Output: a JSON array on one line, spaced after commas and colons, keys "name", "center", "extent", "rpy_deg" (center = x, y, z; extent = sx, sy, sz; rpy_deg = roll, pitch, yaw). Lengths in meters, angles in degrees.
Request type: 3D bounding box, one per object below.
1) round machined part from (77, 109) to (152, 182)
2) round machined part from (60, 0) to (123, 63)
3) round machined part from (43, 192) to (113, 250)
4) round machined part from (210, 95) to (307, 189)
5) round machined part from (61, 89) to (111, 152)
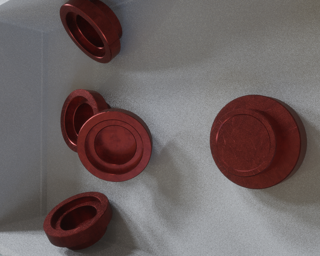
[{"name": "round machined part", "center": [-0.059, 0.020, 0.423], "extent": [0.099, 0.042, 0.097], "rpy_deg": [0, 105, 2]}, {"name": "round machined part", "center": [-0.094, -0.146, 0.451], "extent": [0.098, 0.098, 0.042], "rpy_deg": [23, 62, 37]}, {"name": "round machined part", "center": [-0.118, 0.142, 0.465], "extent": [0.098, 0.099, 0.042], "rpy_deg": [5, 120, 40]}, {"name": "round machined part", "center": [0.093, 0.014, 0.319], "extent": [0.098, 0.042, 0.097], "rpy_deg": [0, 90, 40]}, {"name": "round machined part", "center": [-0.110, -0.011, 0.487], "extent": [0.098, 0.042, 0.097], "rpy_deg": [0, 90, 40]}]
